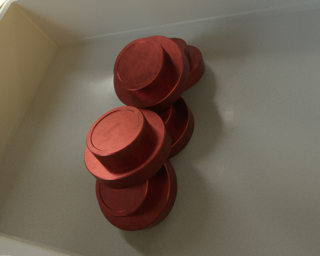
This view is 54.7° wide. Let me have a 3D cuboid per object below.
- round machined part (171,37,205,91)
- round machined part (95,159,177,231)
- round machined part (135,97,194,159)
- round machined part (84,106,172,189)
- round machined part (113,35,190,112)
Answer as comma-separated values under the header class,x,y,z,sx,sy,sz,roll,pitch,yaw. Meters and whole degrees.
class,x,y,z,sx,sy,sz,roll,pitch,yaw
round machined part,0.010,-0.089,0.429,0.098,0.042,0.098,-14,40,13
round machined part,-0.034,0.066,0.352,0.098,0.042,0.098,-8,73,26
round machined part,-0.009,-0.008,0.402,0.098,0.042,0.098,-13,55,20
round machined part,-0.040,0.014,0.340,0.098,0.042,0.098,-14,45,15
round machined part,-0.017,-0.070,0.379,0.098,0.042,0.098,-9,70,26
